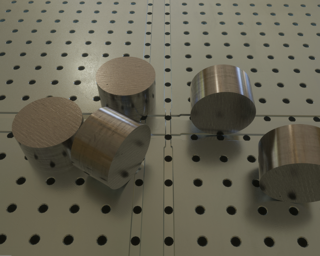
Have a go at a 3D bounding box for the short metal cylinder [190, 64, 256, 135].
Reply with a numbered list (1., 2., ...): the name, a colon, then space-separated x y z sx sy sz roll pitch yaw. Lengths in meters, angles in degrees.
1. short metal cylinder: 0.080 -0.035 0.403 0.081 0.080 0.050 2 50 2

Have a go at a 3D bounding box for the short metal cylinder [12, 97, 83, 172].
1. short metal cylinder: -0.132 0.007 0.384 0.081 0.050 0.080 0 50 0

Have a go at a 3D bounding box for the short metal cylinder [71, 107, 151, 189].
1. short metal cylinder: -0.054 0.022 0.353 0.050 0.080 0.080 26 55 20

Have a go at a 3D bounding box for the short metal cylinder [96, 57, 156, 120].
1. short metal cylinder: -0.046 -0.056 0.438 0.081 0.050 0.080 0 50 0

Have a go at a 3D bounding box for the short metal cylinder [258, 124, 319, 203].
1. short metal cylinder: 0.150 0.041 0.340 0.080 0.080 0.050 8 51 6
